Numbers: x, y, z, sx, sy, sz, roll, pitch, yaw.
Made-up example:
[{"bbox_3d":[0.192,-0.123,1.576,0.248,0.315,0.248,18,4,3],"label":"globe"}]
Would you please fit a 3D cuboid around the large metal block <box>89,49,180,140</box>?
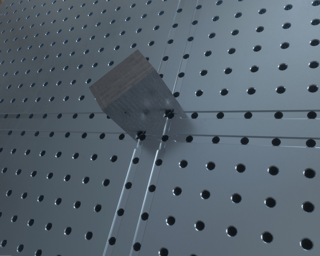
[{"bbox_3d":[-0.032,-0.042,0.414,0.080,0.080,0.050,-38,51,3],"label":"large metal block"}]
